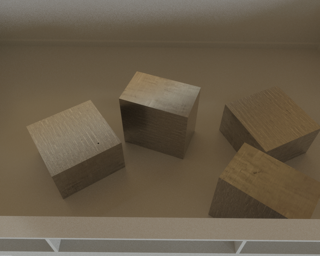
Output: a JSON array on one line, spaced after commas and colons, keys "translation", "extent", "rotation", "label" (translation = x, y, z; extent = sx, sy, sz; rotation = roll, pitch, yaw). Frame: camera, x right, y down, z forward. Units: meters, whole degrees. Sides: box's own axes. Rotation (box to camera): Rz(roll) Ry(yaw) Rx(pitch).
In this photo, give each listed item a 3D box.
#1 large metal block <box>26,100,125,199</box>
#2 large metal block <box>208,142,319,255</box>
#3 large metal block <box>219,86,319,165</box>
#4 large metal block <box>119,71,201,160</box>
[{"translation": [-0.098, 0.023, 0.368], "extent": [0.081, 0.050, 0.080], "rotation": [-27, 55, -21], "label": "large metal block"}, {"translation": [0.101, 0.073, 0.309], "extent": [0.080, 0.080, 0.050], "rotation": [30, 56, 22], "label": "large metal block"}, {"translation": [0.134, 0.001, 0.390], "extent": [0.081, 0.050, 0.080], "rotation": [-20, 53, -17], "label": "large metal block"}, {"translation": [0.001, -0.015, 0.382], "extent": [0.080, 0.080, 0.050], "rotation": [16, 52, 13], "label": "large metal block"}]
